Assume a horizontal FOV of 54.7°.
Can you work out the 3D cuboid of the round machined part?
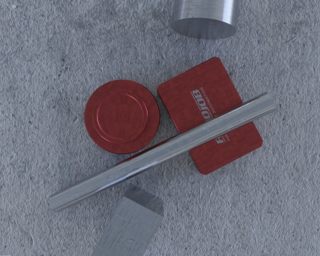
[{"bbox_3d":[-0.049,-0.014,0.401,0.099,0.042,0.097,0,90,-1],"label":"round machined part"}]

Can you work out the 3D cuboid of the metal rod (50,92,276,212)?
[{"bbox_3d":[-0.004,0.034,0.385,0.301,0.025,0.025,-26,90,9],"label":"metal rod"}]

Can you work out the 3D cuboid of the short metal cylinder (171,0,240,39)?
[{"bbox_3d":[0.057,-0.146,0.383,0.081,0.080,0.050,7,90,-1],"label":"short metal cylinder"}]

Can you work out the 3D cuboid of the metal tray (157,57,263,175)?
[{"bbox_3d":[0.064,-0.016,0.408,0.090,0.030,0.130,-28,90,-1],"label":"metal tray"}]

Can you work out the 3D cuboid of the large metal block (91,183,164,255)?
[{"bbox_3d":[-0.037,0.122,0.382,0.050,0.080,0.080,28,90,-1],"label":"large metal block"}]
